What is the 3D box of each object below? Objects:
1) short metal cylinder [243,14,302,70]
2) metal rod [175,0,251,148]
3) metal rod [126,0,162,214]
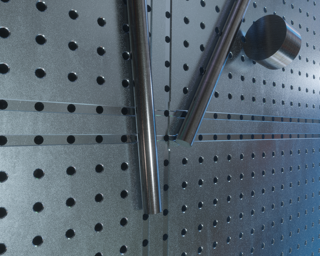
[{"bbox_3d":[0.193,-0.147,0.535,0.050,0.080,0.080,14,81,-39],"label":"short metal cylinder"},{"bbox_3d":[0.091,-0.107,0.485,0.025,0.025,0.300,38,67,-34],"label":"metal rod"},{"bbox_3d":[-0.021,-0.041,0.391,0.025,0.025,0.298,-7,95,-40],"label":"metal rod"}]
